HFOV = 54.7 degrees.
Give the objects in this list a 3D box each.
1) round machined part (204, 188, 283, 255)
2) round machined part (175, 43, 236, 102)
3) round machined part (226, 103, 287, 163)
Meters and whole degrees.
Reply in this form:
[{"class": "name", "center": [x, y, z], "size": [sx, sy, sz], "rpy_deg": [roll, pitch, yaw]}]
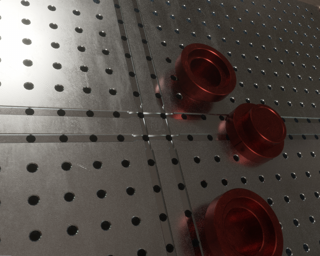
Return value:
[{"class": "round machined part", "center": [0.095, 0.126, 0.374], "size": [0.099, 0.042, 0.098], "rpy_deg": [14, 56, -21]}, {"class": "round machined part", "center": [0.067, -0.081, 0.485], "size": [0.099, 0.042, 0.098], "rpy_deg": [14, 56, -21]}, {"class": "round machined part", "center": [0.156, 0.001, 0.483], "size": [0.099, 0.042, 0.098], "rpy_deg": [14, 56, -21]}]
